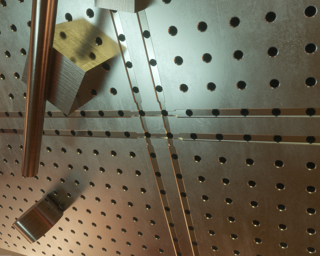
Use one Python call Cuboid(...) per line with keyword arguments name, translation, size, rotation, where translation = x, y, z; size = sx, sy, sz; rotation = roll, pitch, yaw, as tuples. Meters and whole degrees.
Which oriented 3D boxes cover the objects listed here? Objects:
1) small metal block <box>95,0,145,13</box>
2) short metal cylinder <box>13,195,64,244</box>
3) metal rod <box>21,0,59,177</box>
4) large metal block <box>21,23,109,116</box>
Cuboid(name="small metal block", translation=(-0.044, -0.156, 0.336), size=(0.050, 0.025, 0.050), rotation=(16, 125, 18))
Cuboid(name="short metal cylinder", translation=(-0.238, 0.178, 0.608), size=(0.080, 0.080, 0.050), rotation=(-33, 100, 38))
Cuboid(name="metal rod", translation=(-0.162, -0.038, 0.405), size=(0.025, 0.025, 0.298), rotation=(30, 128, 8))
Cuboid(name="large metal block", translation=(-0.128, -0.077, 0.412), size=(0.080, 0.050, 0.080), rotation=(37, 129, 2))
